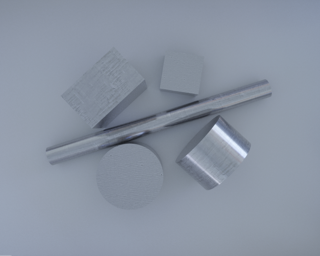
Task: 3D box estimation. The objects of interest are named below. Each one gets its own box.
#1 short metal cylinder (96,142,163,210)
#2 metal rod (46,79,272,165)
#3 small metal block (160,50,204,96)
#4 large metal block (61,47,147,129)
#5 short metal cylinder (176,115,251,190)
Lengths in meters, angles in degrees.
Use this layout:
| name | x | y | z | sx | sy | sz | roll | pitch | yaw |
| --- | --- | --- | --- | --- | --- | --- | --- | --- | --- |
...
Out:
| name | x | y | z | sx | sy | sz | roll | pitch | yaw |
| --- | --- | --- | --- | --- | --- | --- | --- | --- | --- |
| short metal cylinder | -0.036 | 0.058 | 0.396 | 0.081 | 0.050 | 0.079 | 0 | 90 | -1 |
| metal rod | -0.001 | -0.008 | 0.410 | 0.302 | 0.025 | 0.025 | -17 | 90 | -1 |
| small metal block | 0.028 | -0.072 | 0.410 | 0.050 | 0.025 | 0.050 | 9 | 90 | -1 |
| large metal block | -0.063 | -0.045 | 0.382 | 0.080 | 0.080 | 0.050 | -43 | 91 | 0 |
| short metal cylinder | 0.065 | 0.030 | 0.384 | 0.050 | 0.080 | 0.080 | 43 | 90 | -1 |
